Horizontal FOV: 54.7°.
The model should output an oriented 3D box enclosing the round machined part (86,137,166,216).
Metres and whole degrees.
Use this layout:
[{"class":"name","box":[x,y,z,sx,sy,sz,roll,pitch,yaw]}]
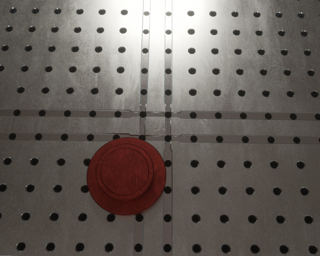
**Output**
[{"class":"round machined part","box":[-0.041,0.057,0.381,0.099,0.042,0.098,0,70,-1]}]
